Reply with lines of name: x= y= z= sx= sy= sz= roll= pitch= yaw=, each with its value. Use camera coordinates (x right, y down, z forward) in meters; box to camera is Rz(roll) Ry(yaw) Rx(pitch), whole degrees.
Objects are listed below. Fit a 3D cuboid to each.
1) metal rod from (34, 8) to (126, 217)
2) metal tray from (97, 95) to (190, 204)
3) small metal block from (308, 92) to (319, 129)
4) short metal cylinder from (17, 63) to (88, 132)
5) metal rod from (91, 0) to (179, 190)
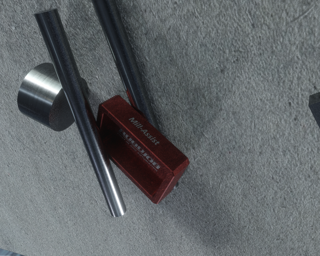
metal rod: x=-0.094 y=0.001 z=0.406 sx=0.025 sy=0.025 sz=0.298 roll=3 pitch=122 yaw=27
metal tray: x=-0.030 y=0.029 z=0.407 sx=0.130 sy=0.030 sz=0.089 roll=42 pitch=143 yaw=15
small metal block: x=0.181 y=-0.015 z=0.302 sx=0.050 sy=0.025 sz=0.050 roll=-22 pitch=107 yaw=36
short metal cylinder: x=-0.143 y=-0.042 z=0.421 sx=0.050 sy=0.080 sz=0.079 roll=26 pitch=128 yaw=12
metal rod: x=-0.030 y=-0.046 z=0.393 sx=0.025 sy=0.025 sz=0.298 roll=-5 pitch=116 yaw=30
